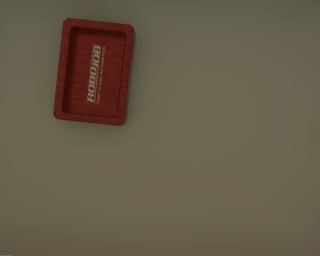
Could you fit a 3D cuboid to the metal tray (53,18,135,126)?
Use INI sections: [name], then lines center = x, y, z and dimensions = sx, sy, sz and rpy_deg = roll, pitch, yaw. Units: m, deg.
[metal tray]
center = -0.084, -0.071, 0.408
dimensions = 0.090, 0.030, 0.129
rpy_deg = 6, 90, 0
